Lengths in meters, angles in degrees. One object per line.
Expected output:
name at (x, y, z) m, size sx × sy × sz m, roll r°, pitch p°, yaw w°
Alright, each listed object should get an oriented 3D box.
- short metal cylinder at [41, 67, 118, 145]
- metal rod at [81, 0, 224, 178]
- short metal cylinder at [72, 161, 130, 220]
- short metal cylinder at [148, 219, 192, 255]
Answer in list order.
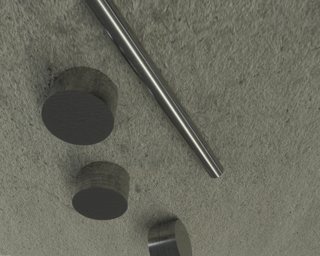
short metal cylinder at (-0.092, -0.025, 0.368) m, size 0.081 × 0.050 × 0.079 m, roll 0°, pitch 130°, yaw 0°
metal rod at (0.008, -0.034, 0.378) m, size 0.025 × 0.025 × 0.300 m, roll -24°, pitch 127°, yaw 19°
short metal cylinder at (-0.088, 0.096, 0.472) m, size 0.081 × 0.050 × 0.079 m, roll 0°, pitch 130°, yaw 0°
short metal cylinder at (0.019, 0.209, 0.549) m, size 0.050 × 0.080 × 0.080 m, roll -20°, pitch 128°, yaw 16°
